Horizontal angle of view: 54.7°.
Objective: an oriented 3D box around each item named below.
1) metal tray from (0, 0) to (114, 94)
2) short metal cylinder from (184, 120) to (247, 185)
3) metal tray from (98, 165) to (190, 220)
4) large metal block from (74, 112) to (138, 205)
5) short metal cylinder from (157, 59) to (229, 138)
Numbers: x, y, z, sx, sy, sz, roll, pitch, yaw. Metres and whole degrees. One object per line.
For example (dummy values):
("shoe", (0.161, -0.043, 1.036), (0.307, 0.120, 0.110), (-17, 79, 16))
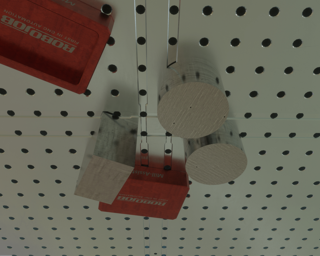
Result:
("metal tray", (-0.125, -0.099, 0.322), (0.131, 0.030, 0.089), (21, 127, -18))
("short metal cylinder", (0.073, 0.033, 0.424), (0.081, 0.050, 0.079), (0, 130, 0))
("metal tray", (-0.028, 0.103, 0.495), (0.131, 0.030, 0.089), (9, 130, -8))
("large metal block", (-0.070, 0.040, 0.409), (0.050, 0.080, 0.079), (20, 127, -16))
("short metal cylinder", (0.037, -0.034, 0.367), (0.081, 0.050, 0.079), (0, 130, 0))
